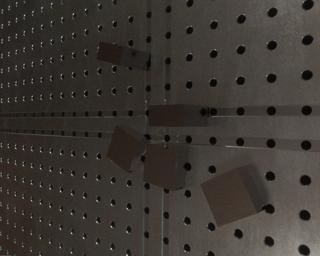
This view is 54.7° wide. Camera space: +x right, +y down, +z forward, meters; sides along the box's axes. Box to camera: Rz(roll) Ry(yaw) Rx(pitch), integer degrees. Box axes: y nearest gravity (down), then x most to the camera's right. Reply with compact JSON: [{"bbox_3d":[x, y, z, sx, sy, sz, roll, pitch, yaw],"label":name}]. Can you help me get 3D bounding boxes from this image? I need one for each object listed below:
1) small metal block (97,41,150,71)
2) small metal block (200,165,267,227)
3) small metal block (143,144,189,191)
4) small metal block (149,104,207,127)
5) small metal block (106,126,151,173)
[{"bbox_3d":[-0.051,-0.100,0.433,0.050,0.050,0.025,22,104,37],"label":"small metal block"},{"bbox_3d":[0.080,0.075,0.342,0.050,0.025,0.050,-34,70,34],"label":"small metal block"},{"bbox_3d":[0.007,0.049,0.402,0.050,0.025,0.050,11,97,39],"label":"small metal block"},{"bbox_3d":[0.022,-0.014,0.373,0.050,0.050,0.025,1,91,39],"label":"small metal block"},{"bbox_3d":[-0.046,0.029,0.445,0.050,0.025,0.050,30,108,35],"label":"small metal block"}]
